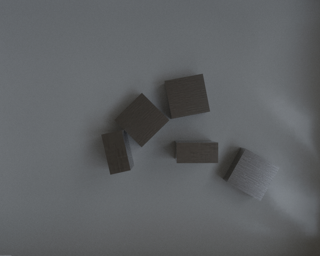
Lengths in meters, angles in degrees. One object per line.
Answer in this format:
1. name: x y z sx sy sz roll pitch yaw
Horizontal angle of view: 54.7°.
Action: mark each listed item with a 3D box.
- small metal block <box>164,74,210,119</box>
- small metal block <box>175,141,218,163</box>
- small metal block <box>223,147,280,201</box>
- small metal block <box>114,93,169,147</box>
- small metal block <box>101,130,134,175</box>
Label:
1. small metal block: 0.035 -0.041 0.411 0.050 0.025 0.050 -11 90 0
2. small metal block: 0.045 0.030 0.399 0.050 0.050 0.025 0 90 0
3. small metal block: 0.120 0.060 0.412 0.050 0.025 0.050 29 90 0
4. small metal block: -0.023 -0.010 0.411 0.050 0.025 0.050 -45 90 0
5. small metal block: -0.053 0.029 0.398 0.025 0.050 0.050 -13 90 0
